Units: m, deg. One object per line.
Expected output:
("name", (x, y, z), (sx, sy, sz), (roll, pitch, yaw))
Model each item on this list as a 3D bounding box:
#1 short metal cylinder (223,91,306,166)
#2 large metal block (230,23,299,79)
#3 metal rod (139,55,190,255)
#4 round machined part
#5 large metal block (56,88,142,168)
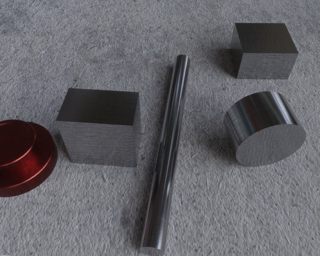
("short metal cylinder", (0.122, 0.003, 0.367), (0.081, 0.080, 0.050), (-7, 51, -6))
("large metal block", (0.161, -0.123, 0.492), (0.081, 0.050, 0.080), (0, 50, 0))
("metal rod", (0.014, 0.007, 0.397), (0.025, 0.025, 0.300), (7, 50, 5))
("round machined part", (-0.177, 0.028, 0.366), (0.099, 0.042, 0.098), (0, 50, 0))
("large metal block", (-0.066, 0.001, 0.365), (0.080, 0.080, 0.050), (4, 50, 3))
